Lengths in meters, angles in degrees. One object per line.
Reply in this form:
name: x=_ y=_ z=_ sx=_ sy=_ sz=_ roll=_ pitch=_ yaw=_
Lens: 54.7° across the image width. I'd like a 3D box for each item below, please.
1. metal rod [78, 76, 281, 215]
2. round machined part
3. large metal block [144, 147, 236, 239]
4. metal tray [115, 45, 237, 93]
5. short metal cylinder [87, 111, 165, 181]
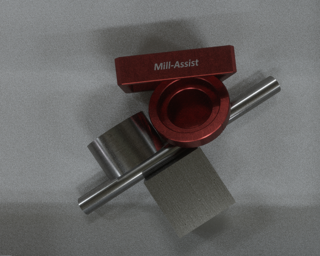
metal rod: x=0.026 y=0.022 z=0.410 sx=0.301 sy=0.025 sz=0.025 roll=-33 pitch=90 yaw=-1
round machined part: x=0.039 y=-0.020 z=0.388 sx=0.098 sy=0.042 sz=0.098 roll=-6 pitch=64 yaw=13
large metal block: x=0.036 y=0.078 z=0.397 sx=0.080 sy=0.050 sz=0.080 roll=-33 pitch=90 yaw=0
metal tray: x=0.017 y=-0.068 z=0.377 sx=0.131 sy=0.090 sz=0.030 roll=-6 pitch=90 yaw=-1
short metal cylinder: x=-0.041 y=0.022 z=0.382 sx=0.080 sy=0.080 sz=0.050 roll=-33 pitch=90 yaw=0
